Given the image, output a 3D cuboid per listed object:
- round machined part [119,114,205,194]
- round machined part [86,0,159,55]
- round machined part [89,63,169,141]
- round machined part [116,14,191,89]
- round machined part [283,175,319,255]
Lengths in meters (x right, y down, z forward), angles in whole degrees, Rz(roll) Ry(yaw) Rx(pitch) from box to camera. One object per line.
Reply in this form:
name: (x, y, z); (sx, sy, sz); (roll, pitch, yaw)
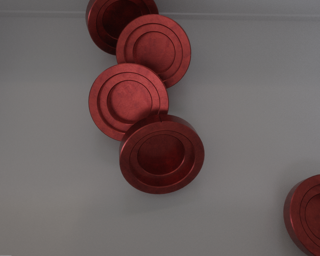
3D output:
round machined part: (0.000, 0.028, 0.372); (0.099, 0.097, 0.042); (-11, 27, -4)
round machined part: (-0.054, -0.154, 0.433); (0.099, 0.098, 0.042); (-20, 46, -7)
round machined part: (-0.038, -0.034, 0.398); (0.099, 0.042, 0.097); (0, 101, 1)
round machined part: (-0.007, -0.103, 0.421); (0.099, 0.042, 0.097); (2, 109, 5)
round machined part: (0.194, 0.106, 0.363); (0.099, 0.042, 0.098); (0, 70, 0)
